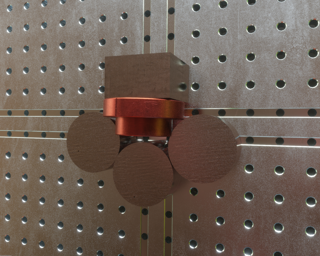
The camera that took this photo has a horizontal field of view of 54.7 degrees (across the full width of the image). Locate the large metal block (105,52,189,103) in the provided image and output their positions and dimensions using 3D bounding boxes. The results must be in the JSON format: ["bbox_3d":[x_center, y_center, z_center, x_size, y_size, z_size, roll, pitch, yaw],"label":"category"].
[{"bbox_3d":[-0.013,-0.058,0.387,0.080,0.080,0.050,1,91,20],"label":"large metal block"}]

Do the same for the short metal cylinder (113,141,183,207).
[{"bbox_3d":[-0.014,0.057,0.404,0.080,0.050,0.079,0,90,20],"label":"short metal cylinder"}]

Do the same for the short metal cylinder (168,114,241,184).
[{"bbox_3d":[0.056,0.024,0.380,0.080,0.050,0.079,0,90,20],"label":"short metal cylinder"}]

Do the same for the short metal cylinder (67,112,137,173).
[{"bbox_3d":[-0.080,0.018,0.428,0.080,0.050,0.079,0,90,20],"label":"short metal cylinder"}]

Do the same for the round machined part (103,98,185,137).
[{"bbox_3d":[-0.020,-0.011,0.379,0.098,0.098,0.042,2,90,20],"label":"round machined part"}]
